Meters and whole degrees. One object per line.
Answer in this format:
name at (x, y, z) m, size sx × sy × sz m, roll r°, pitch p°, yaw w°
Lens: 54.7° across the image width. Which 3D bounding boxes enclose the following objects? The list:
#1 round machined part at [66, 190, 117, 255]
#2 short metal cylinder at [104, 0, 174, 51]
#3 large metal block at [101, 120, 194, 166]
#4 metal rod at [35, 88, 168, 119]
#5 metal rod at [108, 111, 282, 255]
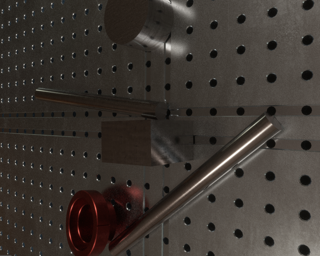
round machined part at (-0.102, 0.144, 0.471) m, size 0.098 × 0.042 × 0.098 m, roll -12°, pitch 74°, yaw 47°
short metal cylinder at (-0.029, -0.147, 0.415) m, size 0.080 × 0.050 × 0.079 m, roll 0°, pitch 90°, yaw 39°
large metal block at (-0.015, 0.016, 0.384) m, size 0.080 × 0.081 × 0.050 m, roll -1°, pitch 89°, yaw 39°
metal rod at (-0.113, -0.044, 0.499) m, size 0.300 × 0.025 × 0.025 m, roll 11°, pitch 97°, yaw 39°
metal rod at (0.025, 0.086, 0.387) m, size 0.299 × 0.025 × 0.025 m, roll -46°, pitch 63°, yaw 30°
